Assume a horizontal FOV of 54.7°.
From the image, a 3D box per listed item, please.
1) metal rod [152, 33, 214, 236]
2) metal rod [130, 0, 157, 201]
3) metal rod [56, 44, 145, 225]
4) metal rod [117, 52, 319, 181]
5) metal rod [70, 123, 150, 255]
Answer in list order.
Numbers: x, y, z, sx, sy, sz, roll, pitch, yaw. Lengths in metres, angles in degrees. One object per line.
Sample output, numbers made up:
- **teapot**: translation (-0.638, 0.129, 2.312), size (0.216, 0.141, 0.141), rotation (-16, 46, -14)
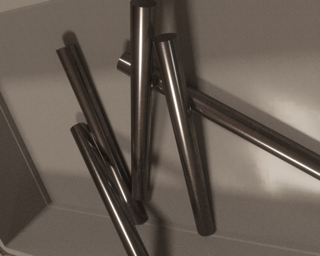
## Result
- **metal rod**: translation (0.036, 0.032, 0.385), size (0.025, 0.025, 0.298), rotation (4, 127, 26)
- **metal rod**: translation (-0.024, -0.007, 0.391), size (0.025, 0.025, 0.298), rotation (19, 134, 16)
- **metal rod**: translation (-0.081, 0.024, 0.464), size (0.025, 0.025, 0.298), rotation (-5, 116, 30)
- **metal rod**: translation (0.084, -0.009, 0.358), size (0.301, 0.025, 0.025), rotation (30, 128, 8)
- **metal rod**: translation (-0.055, 0.121, 0.426), size (0.025, 0.025, 0.299), rotation (-46, 65, 39)
